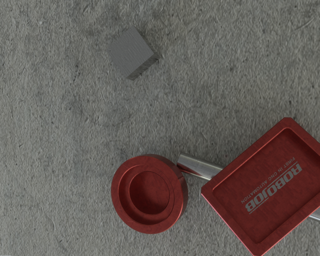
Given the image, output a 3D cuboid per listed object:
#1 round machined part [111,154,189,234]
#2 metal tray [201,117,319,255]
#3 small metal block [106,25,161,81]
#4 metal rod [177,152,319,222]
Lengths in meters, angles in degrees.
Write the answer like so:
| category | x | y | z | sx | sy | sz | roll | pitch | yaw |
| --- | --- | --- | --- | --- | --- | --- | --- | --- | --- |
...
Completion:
| category | x | y | z | sx | sy | sz | roll | pitch | yaw |
| --- | --- | --- | --- | --- | --- | --- | --- | --- | --- |
| round machined part | -0.010 | 0.081 | 0.400 | 0.098 | 0.042 | 0.097 | 1 | 94 | 22 |
| metal tray | 0.122 | 0.062 | 0.338 | 0.130 | 0.030 | 0.090 | -40 | 68 | -1 |
| small metal block | -0.036 | -0.101 | 0.421 | 0.050 | 0.025 | 0.050 | -38 | 78 | 15 |
| metal rod | 0.162 | 0.087 | 0.352 | 0.301 | 0.025 | 0.025 | 18 | 96 | 18 |
